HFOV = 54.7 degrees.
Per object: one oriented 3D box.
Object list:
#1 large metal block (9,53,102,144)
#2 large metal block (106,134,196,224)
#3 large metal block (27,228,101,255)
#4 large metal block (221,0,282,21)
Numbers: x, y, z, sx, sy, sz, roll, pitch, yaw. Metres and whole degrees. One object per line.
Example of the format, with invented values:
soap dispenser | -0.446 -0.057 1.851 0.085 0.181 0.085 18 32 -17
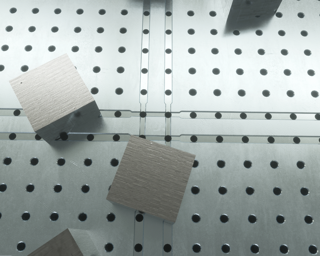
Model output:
large metal block | -0.136 -0.039 0.411 0.080 0.050 0.080 -30 73 -11
large metal block | -0.009 0.063 0.375 0.080 0.050 0.080 18 71 6
large metal block | -0.088 0.156 0.325 0.050 0.080 0.080 -33 74 -11
large metal block | 0.137 -0.221 0.481 0.081 0.050 0.080 -10 70 -4
